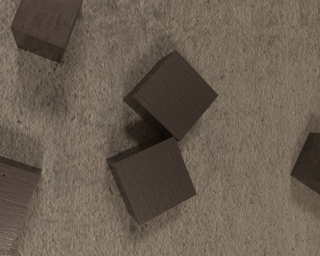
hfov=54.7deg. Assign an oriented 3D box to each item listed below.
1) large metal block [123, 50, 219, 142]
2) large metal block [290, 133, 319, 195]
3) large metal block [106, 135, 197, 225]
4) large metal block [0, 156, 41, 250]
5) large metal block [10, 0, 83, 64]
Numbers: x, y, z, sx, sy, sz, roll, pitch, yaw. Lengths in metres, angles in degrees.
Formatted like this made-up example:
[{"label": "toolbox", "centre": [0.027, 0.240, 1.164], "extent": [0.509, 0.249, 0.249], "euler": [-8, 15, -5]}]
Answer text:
[{"label": "large metal block", "centre": [0.013, -0.040, 0.402], "extent": [0.080, 0.050, 0.080], "euler": [44, 76, -15]}, {"label": "large metal block", "centre": [0.272, 0.062, 0.499], "extent": [0.080, 0.050, 0.080], "euler": [32, 79, -18]}, {"label": "large metal block", "centre": [-0.012, 0.062, 0.392], "extent": [0.081, 0.050, 0.080], "euler": [-24, 98, -19]}, {"label": "large metal block", "centre": [-0.182, 0.072, 0.329], "extent": [0.080, 0.050, 0.080], "euler": [23, 82, -19]}, {"label": "large metal block", "centre": [-0.118, -0.123, 0.336], "extent": [0.050, 0.080, 0.080], "euler": [20, 84, -19]}]
